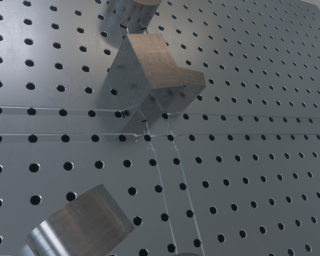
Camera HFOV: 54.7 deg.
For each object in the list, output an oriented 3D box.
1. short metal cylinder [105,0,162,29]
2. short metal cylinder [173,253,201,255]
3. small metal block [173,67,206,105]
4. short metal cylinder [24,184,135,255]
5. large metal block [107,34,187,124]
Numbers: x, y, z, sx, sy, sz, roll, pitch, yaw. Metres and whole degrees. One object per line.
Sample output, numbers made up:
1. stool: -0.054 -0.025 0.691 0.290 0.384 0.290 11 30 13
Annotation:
1. short metal cylinder: -0.042 -0.207 0.496 0.081 0.050 0.080 14 56 -21
2. short metal cylinder: 0.019 0.167 0.300 0.081 0.050 0.080 14 56 -21
3. small metal block: 0.030 -0.060 0.445 0.050 0.050 0.025 8 59 -24
4. short metal cylinder: -0.070 0.095 0.278 0.081 0.080 0.050 -32 80 -38
5. large metal block: -0.020 -0.063 0.401 0.050 0.080 0.080 -12 68 -33
